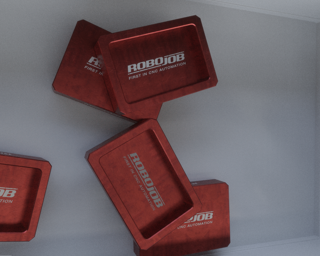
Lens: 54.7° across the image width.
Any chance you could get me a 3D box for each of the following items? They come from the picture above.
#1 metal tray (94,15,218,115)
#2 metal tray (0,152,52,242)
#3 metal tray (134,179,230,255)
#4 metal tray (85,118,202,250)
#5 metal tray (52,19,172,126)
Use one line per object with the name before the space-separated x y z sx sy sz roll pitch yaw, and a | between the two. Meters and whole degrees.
metal tray | -0.002 -0.076 0.374 0.131 0.030 0.090 -19 97 -19
metal tray | -0.189 0.067 0.318 0.131 0.030 0.090 15 85 -37
metal tray | 0.030 0.122 0.419 0.131 0.030 0.089 -2 91 -20
metal tray | -0.018 0.064 0.368 0.091 0.030 0.130 -31 100 -17
metal tray | -0.055 -0.064 0.387 0.131 0.030 0.090 21 83 -19
